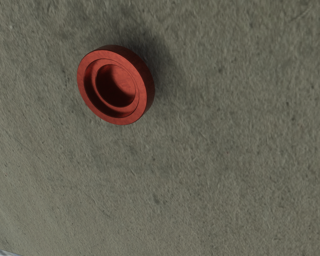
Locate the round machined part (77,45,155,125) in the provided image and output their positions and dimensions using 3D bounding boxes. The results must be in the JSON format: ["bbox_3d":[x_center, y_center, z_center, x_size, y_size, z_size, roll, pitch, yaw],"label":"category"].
[{"bbox_3d":[-0.050,-0.056,0.386,0.098,0.042,0.097,13,124,20],"label":"round machined part"}]
